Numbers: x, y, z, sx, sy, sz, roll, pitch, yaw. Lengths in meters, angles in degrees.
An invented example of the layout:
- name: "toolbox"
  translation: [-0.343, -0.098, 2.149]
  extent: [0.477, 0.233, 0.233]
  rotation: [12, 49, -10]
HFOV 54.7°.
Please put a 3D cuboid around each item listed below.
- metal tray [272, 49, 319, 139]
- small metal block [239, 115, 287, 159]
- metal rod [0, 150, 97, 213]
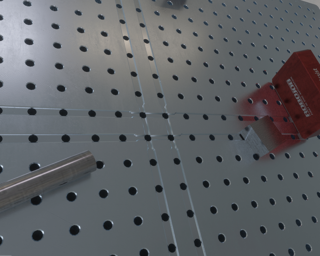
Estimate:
- name: "metal tray"
  translation: [0.252, -0.057, 0.533]
  extent: [0.030, 0.090, 0.130]
  rotation: [-14, 68, -14]
- name: "small metal block"
  translation: [0.162, 0.013, 0.487]
  extent: [0.050, 0.025, 0.050]
  rotation: [-23, 74, -36]
- name: "metal rod"
  translation: [-0.190, 0.082, 0.255]
  extent: [0.302, 0.025, 0.025]
  rotation: [-22, 74, -36]
